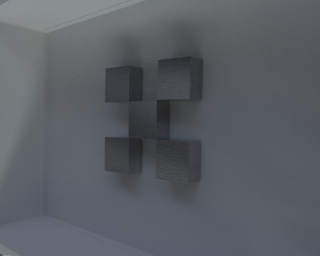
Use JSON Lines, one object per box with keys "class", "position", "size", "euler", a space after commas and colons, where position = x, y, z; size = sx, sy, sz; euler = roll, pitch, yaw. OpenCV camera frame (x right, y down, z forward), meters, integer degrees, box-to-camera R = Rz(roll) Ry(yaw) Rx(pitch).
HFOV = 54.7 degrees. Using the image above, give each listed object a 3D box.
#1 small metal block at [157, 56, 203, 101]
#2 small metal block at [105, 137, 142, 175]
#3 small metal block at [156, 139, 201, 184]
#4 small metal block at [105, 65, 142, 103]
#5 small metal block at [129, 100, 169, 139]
{"class": "small metal block", "position": [0.024, -0.060, 0.384], "size": [0.050, 0.025, 0.050], "euler": [3, 92, 40]}
{"class": "small metal block", "position": [-0.054, 0.038, 0.449], "size": [0.050, 0.025, 0.050], "euler": [1, 91, 40]}
{"class": "small metal block", "position": [0.022, 0.040, 0.386], "size": [0.050, 0.025, 0.050], "euler": [2, 91, 40]}
{"class": "small metal block", "position": [-0.053, -0.062, 0.448], "size": [0.050, 0.025, 0.050], "euler": [2, 92, 40]}
{"class": "small metal block", "position": [-0.015, -0.011, 0.417], "size": [0.050, 0.025, 0.050], "euler": [1, 91, 40]}
